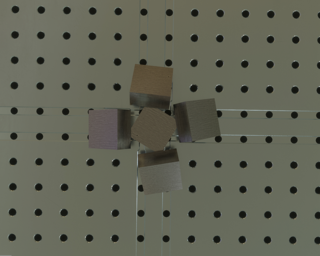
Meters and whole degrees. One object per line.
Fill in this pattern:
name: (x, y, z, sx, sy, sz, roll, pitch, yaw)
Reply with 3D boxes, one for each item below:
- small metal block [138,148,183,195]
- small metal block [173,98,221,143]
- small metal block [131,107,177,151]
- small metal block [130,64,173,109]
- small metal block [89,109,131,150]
small metal block: (0.001, 0.057, 0.401, 0.050, 0.025, 0.050, -9, 126, 0)
small metal block: (0.048, -0.010, 0.402, 0.050, 0.025, 0.050, -10, 90, -35)
small metal block: (-0.008, 0.001, 0.413, 0.050, 0.025, 0.050, 31, 90, -1)
small metal block: (-0.011, -0.054, 0.401, 0.050, 0.025, 0.050, 6, 54, 0)
small metal block: (-0.065, 0.002, 0.401, 0.050, 0.025, 0.050, 0, 90, 34)
